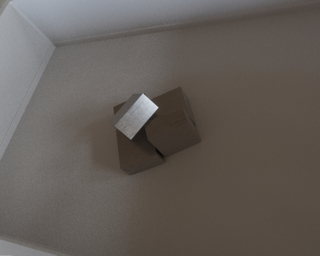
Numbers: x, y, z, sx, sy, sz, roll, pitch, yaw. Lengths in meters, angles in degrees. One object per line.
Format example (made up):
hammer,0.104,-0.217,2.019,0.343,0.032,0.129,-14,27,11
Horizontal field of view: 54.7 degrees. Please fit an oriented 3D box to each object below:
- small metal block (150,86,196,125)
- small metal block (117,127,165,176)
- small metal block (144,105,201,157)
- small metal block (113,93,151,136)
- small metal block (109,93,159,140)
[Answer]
small metal block,0.014,-0.020,0.407,0.050,0.025,0.050,-22,54,14
small metal block,-0.026,0.027,0.399,0.050,0.025,0.050,-22,54,14
small metal block,0.016,0.005,0.375,0.050,0.050,0.025,-25,53,12
small metal block,-0.034,-0.013,0.428,0.050,0.025,0.050,-22,54,14
small metal block,-0.034,-0.016,0.382,0.050,0.025,0.050,-50,17,-8
